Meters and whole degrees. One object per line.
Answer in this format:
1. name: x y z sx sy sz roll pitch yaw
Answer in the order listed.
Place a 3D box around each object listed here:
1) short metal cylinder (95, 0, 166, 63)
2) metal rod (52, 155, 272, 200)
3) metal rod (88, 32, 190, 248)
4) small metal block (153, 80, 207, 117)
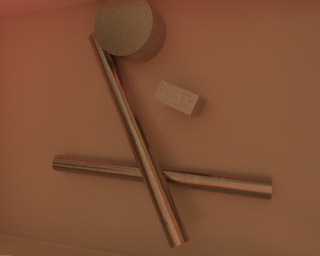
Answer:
1. short metal cylinder: -0.038 -0.130 0.410 0.080 0.050 0.079 0 90 19
2. metal rod: -0.011 0.062 0.413 0.301 0.025 0.025 4 92 19
3. metal rod: -0.033 0.003 0.402 0.025 0.025 0.299 -28 74 17
4. small metal block: 0.027 -0.036 0.387 0.050 0.050 0.025 26 99 18
